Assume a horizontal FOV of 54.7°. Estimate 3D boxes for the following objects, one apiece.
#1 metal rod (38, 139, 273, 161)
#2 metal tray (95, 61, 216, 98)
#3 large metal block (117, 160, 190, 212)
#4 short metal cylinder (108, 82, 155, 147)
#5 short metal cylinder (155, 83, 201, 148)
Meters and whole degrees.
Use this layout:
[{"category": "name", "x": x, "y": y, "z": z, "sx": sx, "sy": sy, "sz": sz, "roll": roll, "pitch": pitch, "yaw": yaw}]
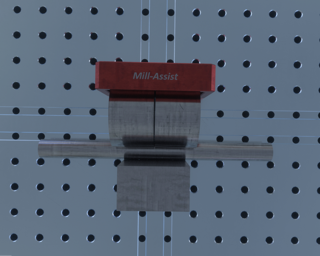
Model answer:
[{"category": "metal rod", "x": -0.005, "y": 0.029, "z": 0.409, "sx": 0.302, "sy": 0.025, "sz": 0.025, "roll": 1, "pitch": 90, "yaw": 0}, {"category": "metal tray", "x": -0.005, "y": -0.056, "z": 0.377, "sx": 0.131, "sy": 0.090, "sz": 0.030, "roll": 1, "pitch": 90, "yaw": 0}, {"category": "large metal block", "x": -0.007, "y": 0.067, "z": 0.382, "sx": 0.081, "sy": 0.080, "sz": 0.050, "roll": 1, "pitch": 90, "yaw": 0}, {"category": "short metal cylinder", "x": -0.032, "y": -0.016, "z": 0.383, "sx": 0.050, "sy": 0.080, "sz": 0.079, "roll": 1, "pitch": 90, "yaw": 0}, {"category": "short metal cylinder", "x": 0.020, "y": -0.016, "z": 0.383, "sx": 0.050, "sy": 0.080, "sz": 0.079, "roll": 2, "pitch": 90, "yaw": 0}]
